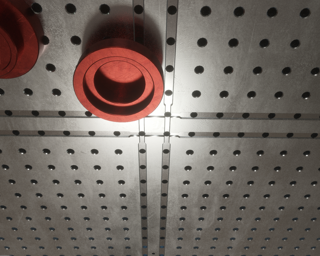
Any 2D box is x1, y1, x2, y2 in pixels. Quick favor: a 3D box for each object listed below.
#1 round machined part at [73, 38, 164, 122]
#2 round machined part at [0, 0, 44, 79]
[{"bbox_3d":[-0.045,-0.057,0.352,0.099,0.042,0.097,-1,130,0],"label":"round machined part"},{"bbox_3d":[-0.176,-0.092,0.319,0.099,0.042,0.097,-1,130,0],"label":"round machined part"}]
